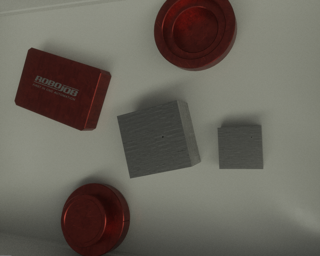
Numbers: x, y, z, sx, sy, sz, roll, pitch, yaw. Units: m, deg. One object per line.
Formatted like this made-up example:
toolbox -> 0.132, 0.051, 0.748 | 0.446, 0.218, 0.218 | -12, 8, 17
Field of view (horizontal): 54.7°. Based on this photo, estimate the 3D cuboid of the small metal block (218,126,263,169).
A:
small metal block -> 0.098, 0.023, 0.376 | 0.050, 0.025, 0.050 | -3, 89, 19

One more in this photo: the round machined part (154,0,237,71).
round machined part -> 0.046, -0.119, 0.385 | 0.098, 0.042, 0.097 | 0, 90, 19

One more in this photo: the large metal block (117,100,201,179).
large metal block -> 0.000, 0.015, 0.397 | 0.080, 0.050, 0.080 | -14, 86, 19

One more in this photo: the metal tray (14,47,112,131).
metal tray -> -0.145, -0.058, 0.457 | 0.130, 0.030, 0.089 | 20, 96, 18

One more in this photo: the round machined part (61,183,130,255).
round machined part -> -0.094, 0.125, 0.424 | 0.098, 0.042, 0.098 | -4, 77, 18
